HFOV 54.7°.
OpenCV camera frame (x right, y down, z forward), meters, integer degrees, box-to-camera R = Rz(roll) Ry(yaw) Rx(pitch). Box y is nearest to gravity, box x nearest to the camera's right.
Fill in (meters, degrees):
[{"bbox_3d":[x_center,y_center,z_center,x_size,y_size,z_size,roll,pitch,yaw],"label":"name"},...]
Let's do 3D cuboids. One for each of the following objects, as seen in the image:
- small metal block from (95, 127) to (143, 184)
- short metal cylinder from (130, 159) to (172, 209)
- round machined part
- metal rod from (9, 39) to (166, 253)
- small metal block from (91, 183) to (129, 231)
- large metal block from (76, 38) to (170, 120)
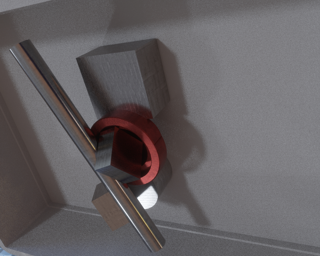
[{"bbox_3d":[-0.048,0.033,0.373,0.025,0.050,0.050,-21,142,32],"label":"small metal block"},{"bbox_3d":[-0.029,0.070,0.449,0.080,0.050,0.079,13,124,20],"label":"short metal cylinder"},{"bbox_3d":[-0.036,0.020,0.388,0.098,0.042,0.097,13,124,20],"label":"round machined part"},{"bbox_3d":[-0.079,0.033,0.377,0.025,0.025,0.299,-21,108,35],"label":"metal rod"},{"bbox_3d":[-0.065,0.101,0.418,0.025,0.050,0.050,-30,104,3],"label":"small metal block"},{"bbox_3d":[-0.042,-0.057,0.374,0.080,0.050,0.080,0,119,28],"label":"large metal block"}]
